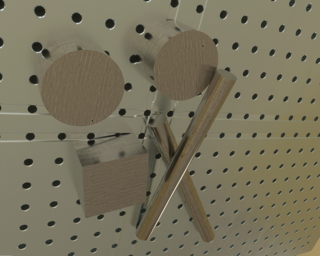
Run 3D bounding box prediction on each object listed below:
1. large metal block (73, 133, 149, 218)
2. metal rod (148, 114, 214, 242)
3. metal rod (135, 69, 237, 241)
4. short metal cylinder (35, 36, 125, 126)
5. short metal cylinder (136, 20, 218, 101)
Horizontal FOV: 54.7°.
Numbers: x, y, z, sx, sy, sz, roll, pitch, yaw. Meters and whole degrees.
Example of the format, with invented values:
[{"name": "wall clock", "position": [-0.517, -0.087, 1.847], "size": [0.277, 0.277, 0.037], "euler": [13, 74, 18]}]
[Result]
[{"name": "large metal block", "position": [-0.063, 0.059, 0.397], "size": [0.081, 0.050, 0.079], "euler": [-10, 123, -23]}, {"name": "metal rod", "position": [0.044, 0.098, 0.495], "size": [0.025, 0.025, 0.299], "euler": [-31, 129, -9]}, {"name": "metal rod", "position": [0.024, 0.056, 0.425], "size": [0.025, 0.025, 0.298], "euler": [3, 127, -30]}, {"name": "short metal cylinder", "position": [-0.083, -0.048, 0.320], "size": [0.081, 0.050, 0.079], "euler": [-14, 124, -21]}, {"name": "short metal cylinder", "position": [0.019, -0.078, 0.357], "size": [0.081, 0.050, 0.079], "euler": [-14, 124, -21]}]
